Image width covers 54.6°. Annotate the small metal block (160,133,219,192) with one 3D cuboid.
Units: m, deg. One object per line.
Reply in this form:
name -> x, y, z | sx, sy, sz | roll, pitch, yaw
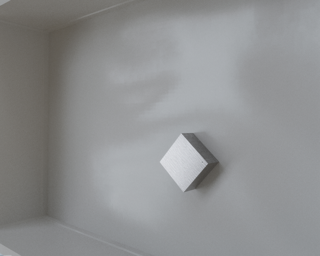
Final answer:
small metal block -> 0.035, 0.041, 0.379 | 0.050, 0.025, 0.050 | 50, 119, 28
